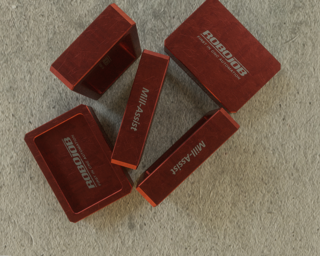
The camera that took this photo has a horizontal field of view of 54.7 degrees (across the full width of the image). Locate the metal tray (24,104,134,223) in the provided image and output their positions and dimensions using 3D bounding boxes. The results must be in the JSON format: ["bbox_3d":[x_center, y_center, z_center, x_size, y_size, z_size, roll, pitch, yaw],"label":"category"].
[{"bbox_3d":[-0.104,0.045,0.407,0.090,0.030,0.130,-29,90,-1],"label":"metal tray"}]

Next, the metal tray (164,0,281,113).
[{"bbox_3d":[0.080,-0.094,0.410,0.090,0.030,0.130,-44,91,0],"label":"metal tray"}]

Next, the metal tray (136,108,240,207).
[{"bbox_3d":[0.030,0.032,0.379,0.130,0.090,0.030,-43,90,0],"label":"metal tray"}]

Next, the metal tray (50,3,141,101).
[{"bbox_3d":[-0.065,-0.079,0.358,0.030,0.130,0.090,44,90,-1],"label":"metal tray"}]

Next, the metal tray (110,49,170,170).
[{"bbox_3d":[-0.022,-0.021,0.378,0.030,0.090,0.129,17,90,0],"label":"metal tray"}]
